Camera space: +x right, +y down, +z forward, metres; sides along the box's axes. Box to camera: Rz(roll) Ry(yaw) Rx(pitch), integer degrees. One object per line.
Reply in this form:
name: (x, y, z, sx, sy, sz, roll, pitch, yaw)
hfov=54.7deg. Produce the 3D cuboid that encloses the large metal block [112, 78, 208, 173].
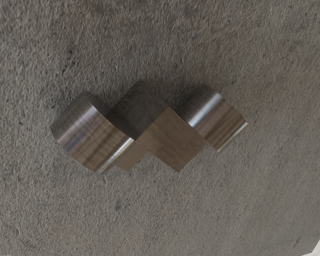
large metal block: (-0.002, -0.004, 0.371, 0.050, 0.080, 0.080, -47, 130, 4)

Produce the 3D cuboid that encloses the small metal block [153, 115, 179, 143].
small metal block: (0.026, 0.016, 0.433, 0.050, 0.025, 0.050, -46, 129, 4)

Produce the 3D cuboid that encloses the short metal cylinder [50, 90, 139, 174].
short metal cylinder: (-0.070, 0.004, 0.337, 0.050, 0.080, 0.080, -46, 129, 4)

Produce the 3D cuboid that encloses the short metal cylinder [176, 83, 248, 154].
short metal cylinder: (0.066, -0.012, 0.402, 0.050, 0.080, 0.080, -46, 129, 4)

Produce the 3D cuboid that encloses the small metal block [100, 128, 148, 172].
small metal block: (-0.045, 0.022, 0.398, 0.050, 0.025, 0.050, -46, 129, 4)
